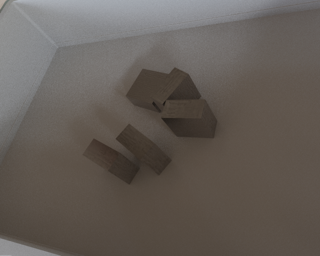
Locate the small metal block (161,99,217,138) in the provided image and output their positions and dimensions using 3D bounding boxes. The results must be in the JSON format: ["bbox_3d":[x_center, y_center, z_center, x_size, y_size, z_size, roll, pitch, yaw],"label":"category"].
[{"bbox_3d":[0.037,-0.011,0.377,0.050,0.050,0.025,2,63,29],"label":"small metal block"}]

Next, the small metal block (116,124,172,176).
[{"bbox_3d":[-0.020,0.027,0.384,0.025,0.050,0.050,-50,52,-6],"label":"small metal block"}]

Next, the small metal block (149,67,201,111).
[{"bbox_3d":[0.021,-0.041,0.404,0.025,0.050,0.050,35,81,38],"label":"small metal block"}]

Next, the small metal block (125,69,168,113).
[{"bbox_3d":[-0.013,-0.054,0.446,0.050,0.025,0.050,19,72,35],"label":"small metal block"}]

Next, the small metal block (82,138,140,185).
[{"bbox_3d":[-0.062,0.043,0.396,0.050,0.050,0.025,23,75,36],"label":"small metal block"}]
